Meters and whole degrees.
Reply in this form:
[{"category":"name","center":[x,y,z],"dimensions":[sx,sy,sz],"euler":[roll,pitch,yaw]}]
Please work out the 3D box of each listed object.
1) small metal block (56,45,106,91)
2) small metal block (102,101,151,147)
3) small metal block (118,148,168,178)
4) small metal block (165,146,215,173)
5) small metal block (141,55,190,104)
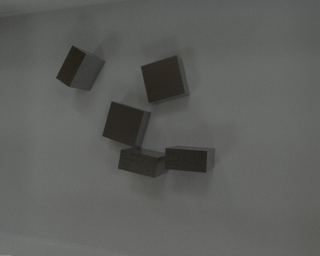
[{"category":"small metal block","center":[-0.110,-0.082,0.436],"dimensions":[0.025,0.050,0.050],"euler":[34,101,17]},{"category":"small metal block","center":[-0.046,-0.005,0.427],"dimensions":[0.050,0.025,0.050],"euler":[18,96,19]},{"category":"small metal block","center":[-0.019,0.043,0.404],"dimensions":[0.050,0.050,0.025],"euler":[11,94,19]},{"category":"small metal block","center":[0.038,0.037,0.384],"dimensions":[0.050,0.050,0.025],"euler":[3,91,20]},{"category":"small metal block","center":[0.007,-0.062,0.408],"dimensions":[0.050,0.025,0.050],"euler":[-14,86,19]}]
